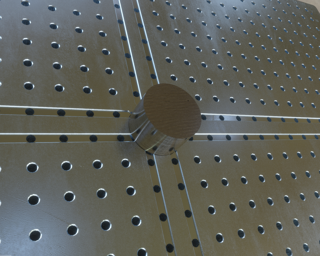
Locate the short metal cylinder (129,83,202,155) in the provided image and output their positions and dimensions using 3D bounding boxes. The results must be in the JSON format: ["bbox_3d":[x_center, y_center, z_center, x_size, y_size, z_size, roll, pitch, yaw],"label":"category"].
[{"bbox_3d":[0.006,-0.011,0.403,0.081,0.050,0.080,14,56,-21],"label":"short metal cylinder"}]
